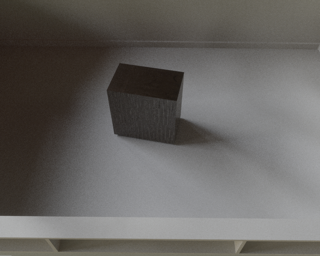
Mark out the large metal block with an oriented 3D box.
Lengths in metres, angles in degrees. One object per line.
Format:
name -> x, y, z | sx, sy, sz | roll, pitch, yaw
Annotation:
large metal block -> -0.016, -0.029, 0.391 | 0.080, 0.080, 0.050 | 9, 51, 7
